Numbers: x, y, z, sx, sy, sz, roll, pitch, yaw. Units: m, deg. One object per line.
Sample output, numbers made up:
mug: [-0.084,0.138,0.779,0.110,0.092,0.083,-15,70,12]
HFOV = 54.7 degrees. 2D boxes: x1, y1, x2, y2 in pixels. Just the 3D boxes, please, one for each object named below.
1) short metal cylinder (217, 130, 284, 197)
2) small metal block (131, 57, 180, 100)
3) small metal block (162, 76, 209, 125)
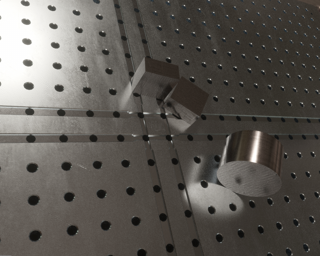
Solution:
short metal cylinder: [0.120,0.048,0.411,0.080,0.080,0.050,30,52,-10]
small metal block: [-0.007,-0.068,0.431,0.050,0.050,0.025,10,58,-23]
small metal block: [0.039,-0.041,0.456,0.050,0.025,0.050,33,51,-7]
